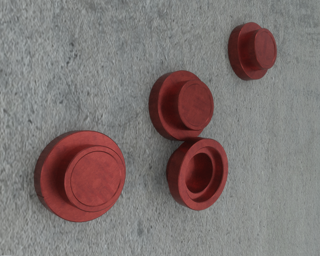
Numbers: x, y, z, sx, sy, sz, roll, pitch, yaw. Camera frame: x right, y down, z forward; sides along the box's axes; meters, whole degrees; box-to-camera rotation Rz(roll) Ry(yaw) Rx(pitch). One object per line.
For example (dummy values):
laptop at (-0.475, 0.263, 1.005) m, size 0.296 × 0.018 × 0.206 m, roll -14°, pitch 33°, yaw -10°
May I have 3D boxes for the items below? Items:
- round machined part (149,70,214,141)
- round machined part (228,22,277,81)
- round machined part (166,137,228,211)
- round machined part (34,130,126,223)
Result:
round machined part at (0.036, -0.030, 0.424) m, size 0.099 × 0.042 × 0.097 m, roll 0°, pitch 90°, yaw -40°
round machined part at (0.164, -0.132, 0.530) m, size 0.099 × 0.042 × 0.097 m, roll 0°, pitch 90°, yaw -40°
round machined part at (0.047, 0.061, 0.429) m, size 0.099 × 0.042 × 0.097 m, roll -6°, pitch 99°, yaw -40°
round machined part at (-0.077, 0.051, 0.329) m, size 0.099 × 0.042 × 0.097 m, roll 0°, pitch 90°, yaw -40°
